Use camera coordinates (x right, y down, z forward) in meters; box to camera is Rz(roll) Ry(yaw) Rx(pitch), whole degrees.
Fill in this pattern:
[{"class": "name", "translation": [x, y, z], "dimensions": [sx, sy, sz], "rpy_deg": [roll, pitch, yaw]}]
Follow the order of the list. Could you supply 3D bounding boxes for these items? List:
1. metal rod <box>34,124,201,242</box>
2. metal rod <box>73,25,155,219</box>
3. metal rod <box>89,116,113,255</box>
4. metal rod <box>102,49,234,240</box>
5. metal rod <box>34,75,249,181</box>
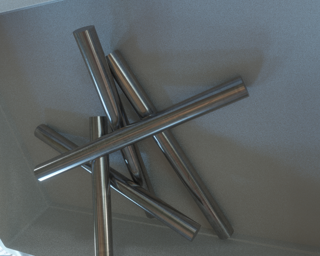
[{"class": "metal rod", "translation": [-0.076, 0.071, 0.457], "dimensions": [0.300, 0.025, 0.025], "rpy_deg": [28, 129, 22]}, {"class": "metal rod", "translation": [-0.048, 0.013, 0.420], "dimensions": [0.025, 0.025, 0.298], "rpy_deg": [1, 125, 27]}, {"class": "metal rod", "translation": [-0.079, 0.133, 0.429], "dimensions": [0.025, 0.025, 0.298], "rpy_deg": [-4, 88, 29]}, {"class": "metal rod", "translation": [0.017, 0.031, 0.417], "dimensions": [0.025, 0.025, 0.299], "rpy_deg": [-23, 106, 36]}, {"class": "metal rod", "translation": [-0.038, 0.009, 0.386], "dimensions": [0.300, 0.025, 0.025], "rpy_deg": [-23, 107, 20]}]
